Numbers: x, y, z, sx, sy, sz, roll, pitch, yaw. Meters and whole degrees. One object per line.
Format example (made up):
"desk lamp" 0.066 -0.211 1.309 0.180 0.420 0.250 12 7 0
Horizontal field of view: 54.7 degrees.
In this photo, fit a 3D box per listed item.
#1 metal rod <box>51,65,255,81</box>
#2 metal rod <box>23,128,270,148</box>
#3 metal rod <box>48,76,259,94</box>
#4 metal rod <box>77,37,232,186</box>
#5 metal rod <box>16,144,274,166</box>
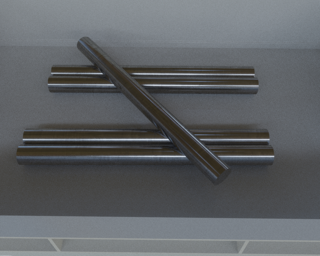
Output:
"metal rod" -0.010 -0.082 0.472 0.302 0.025 0.025 1 50 0
"metal rod" -0.017 0.013 0.391 0.302 0.025 0.025 0 50 0
"metal rod" -0.010 -0.063 0.456 0.302 0.025 0.025 1 50 0
"metal rod" -0.025 -0.039 0.404 0.025 0.025 0.300 -31 57 -23
"metal rod" -0.017 0.033 0.375 0.302 0.025 0.025 0 50 0
